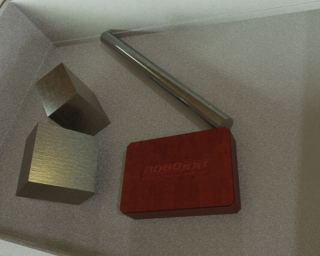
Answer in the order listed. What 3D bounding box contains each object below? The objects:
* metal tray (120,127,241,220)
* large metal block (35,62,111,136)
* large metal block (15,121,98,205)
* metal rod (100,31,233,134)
[{"bbox_3d":[0.022,0.054,0.357,0.130,0.030,0.090,-10,57,22],"label":"metal tray"},{"bbox_3d":[-0.128,-0.036,0.458,0.050,0.080,0.080,-38,51,3],"label":"large metal block"},{"bbox_3d":[-0.129,0.047,0.398,0.050,0.081,0.080,-39,44,41],"label":"large metal block"},{"bbox_3d":[-0.009,-0.081,0.458,0.025,0.025,0.300,-45,51,-3],"label":"metal rod"}]
